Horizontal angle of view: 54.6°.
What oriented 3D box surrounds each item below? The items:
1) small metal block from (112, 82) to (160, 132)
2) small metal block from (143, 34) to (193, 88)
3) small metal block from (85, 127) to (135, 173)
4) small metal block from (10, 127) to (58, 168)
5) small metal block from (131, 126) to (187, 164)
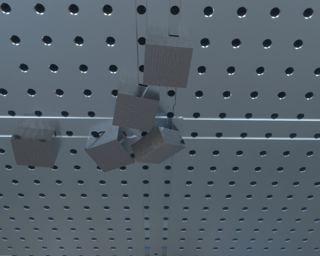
[{"bbox_3d":[-0.030,-0.026,0.389,0.050,0.025,0.050,10,130,-9],"label":"small metal block"},{"bbox_3d":[0.008,-0.074,0.348,0.050,0.025,0.050,4,130,-4],"label":"small metal block"},{"bbox_3d":[-0.069,0.032,0.438,0.050,0.025,0.050,-19,128,15],"label":"small metal block"},{"bbox_3d":[-0.174,0.028,0.433,0.050,0.025,0.050,5,130,-5],"label":"small metal block"},{"bbox_3d":[-0.001,0.025,0.418,0.050,0.025,0.050,-36,153,26],"label":"small metal block"}]
